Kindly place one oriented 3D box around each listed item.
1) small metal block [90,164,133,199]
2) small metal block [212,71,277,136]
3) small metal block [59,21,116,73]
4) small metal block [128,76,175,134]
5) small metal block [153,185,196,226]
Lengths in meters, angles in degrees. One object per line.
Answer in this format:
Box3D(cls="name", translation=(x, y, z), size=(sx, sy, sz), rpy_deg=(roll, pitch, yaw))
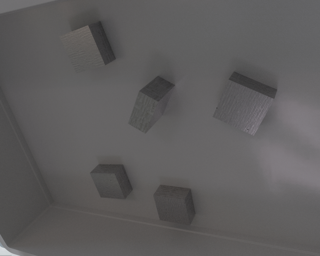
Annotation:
Box3D(cls="small metal block", translation=(-0.079, 0.087, 0.504), size=(0.050, 0.025, 0.050), rpy_deg=(-3, 117, 30))
Box3D(cls="small metal block", translation=(0.093, -0.027, 0.343), size=(0.050, 0.025, 0.050), rpy_deg=(26, 128, 12))
Box3D(cls="small metal block", translation=(-0.092, -0.102, 0.394), size=(0.050, 0.025, 0.050), rpy_deg=(-7, 115, 31))
Box3D(cls="small metal block", translation=(-0.010, -0.029, 0.380), size=(0.025, 0.050, 0.050), rpy_deg=(30, 128, 9))
Box3D(cls="small metal block", translation=(0.022, 0.116, 0.469), size=(0.050, 0.025, 0.050), rpy_deg=(2, 119, 27))
